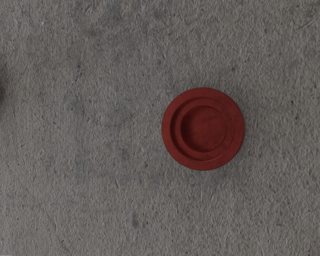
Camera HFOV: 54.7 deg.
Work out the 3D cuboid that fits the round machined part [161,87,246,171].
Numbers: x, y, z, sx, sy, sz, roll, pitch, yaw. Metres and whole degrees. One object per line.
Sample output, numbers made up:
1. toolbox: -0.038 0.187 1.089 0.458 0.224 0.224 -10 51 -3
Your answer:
1. round machined part: 0.055 0.001 0.380 0.098 0.042 0.097 0 90 20
